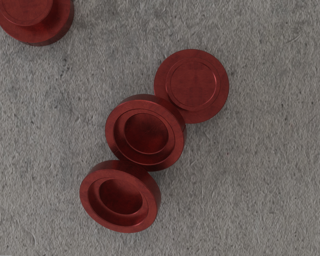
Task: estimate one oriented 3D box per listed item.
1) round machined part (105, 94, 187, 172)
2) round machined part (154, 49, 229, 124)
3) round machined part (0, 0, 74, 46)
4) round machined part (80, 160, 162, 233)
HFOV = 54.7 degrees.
[{"bbox_3d":[-0.015,0.003,0.388,0.098,0.042,0.097,6,118,12],"label":"round machined part"},{"bbox_3d":[0.041,-0.054,0.402,0.099,0.042,0.097,0,90,0],"label":"round machined part"},{"bbox_3d":[-0.166,-0.159,0.400,0.099,0.042,0.097,0,90,0],"label":"round machined part"},{"bbox_3d":[-0.046,0.080,0.387,0.098,0.042,0.097,6,119,12],"label":"round machined part"}]
